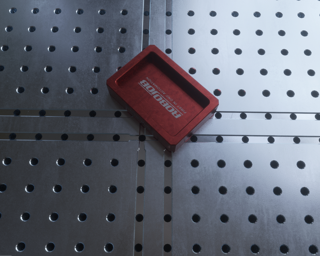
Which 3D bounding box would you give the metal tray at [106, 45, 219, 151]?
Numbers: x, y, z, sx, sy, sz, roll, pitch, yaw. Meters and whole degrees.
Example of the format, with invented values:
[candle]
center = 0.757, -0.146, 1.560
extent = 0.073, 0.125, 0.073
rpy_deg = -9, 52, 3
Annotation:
[metal tray]
center = 0.003, -0.043, 0.424
extent = 0.090, 0.030, 0.130
rpy_deg = -43, 76, -14
